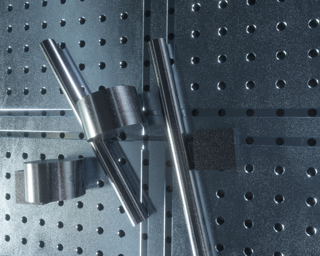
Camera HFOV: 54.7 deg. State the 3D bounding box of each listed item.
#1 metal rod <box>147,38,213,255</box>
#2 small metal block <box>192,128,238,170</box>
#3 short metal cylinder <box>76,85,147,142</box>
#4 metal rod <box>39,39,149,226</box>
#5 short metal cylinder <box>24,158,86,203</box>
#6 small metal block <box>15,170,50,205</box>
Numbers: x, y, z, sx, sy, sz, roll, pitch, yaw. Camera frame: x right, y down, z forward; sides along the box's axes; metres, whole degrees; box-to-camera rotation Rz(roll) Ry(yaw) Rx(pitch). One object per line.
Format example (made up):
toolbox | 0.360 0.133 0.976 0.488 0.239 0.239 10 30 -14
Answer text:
metal rod | 0.026 0.031 0.403 0.025 0.025 0.298 -13 86 19
small metal block | 0.070 0.026 0.388 0.050 0.025 0.050 -4 89 20
short metal cylinder | -0.063 -0.017 0.405 0.080 0.080 0.050 -20 84 19
metal rod | -0.099 0.000 0.447 0.025 0.025 0.299 -33 80 17
short metal cylinder | -0.147 0.071 0.435 0.080 0.080 0.050 -3 89 20
small metal block | -0.195 0.091 0.482 0.050 0.025 0.050 -2 89 20
